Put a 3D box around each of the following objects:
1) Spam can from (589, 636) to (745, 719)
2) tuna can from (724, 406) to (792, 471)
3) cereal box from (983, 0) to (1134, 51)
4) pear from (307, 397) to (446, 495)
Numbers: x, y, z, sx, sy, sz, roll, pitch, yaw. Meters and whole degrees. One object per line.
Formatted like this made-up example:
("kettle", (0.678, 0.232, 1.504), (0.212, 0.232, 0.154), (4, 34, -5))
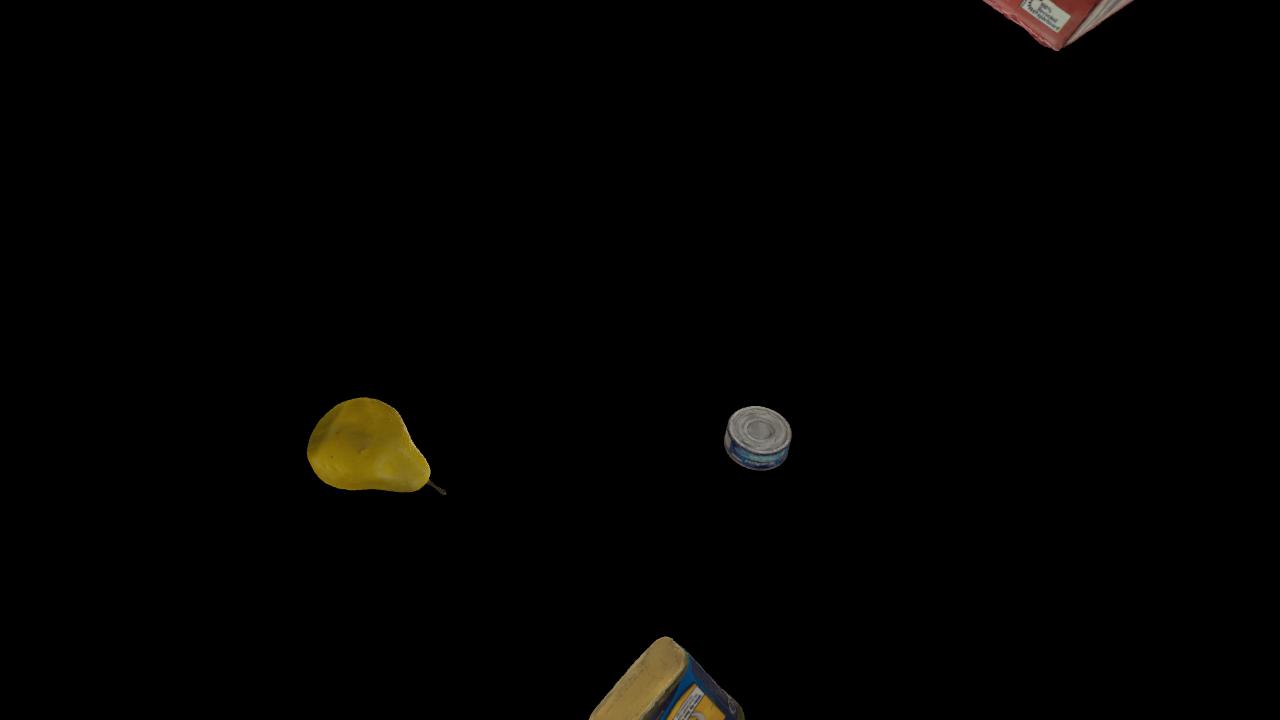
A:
("Spam can", (0.021, 0.292, 0.497), (0.101, 0.085, 0.058), (-44, 20, -17))
("tuna can", (0.152, 0.099, 0.791), (0.084, 0.034, 0.084), (2, 43, -1))
("cereal box", (0.238, -0.301, 0.335), (0.306, 0.203, 0.081), (-35, -16, -26))
("pear", (-0.211, 0.081, 0.510), (0.080, 0.080, 0.111), (0, -36, 47))
